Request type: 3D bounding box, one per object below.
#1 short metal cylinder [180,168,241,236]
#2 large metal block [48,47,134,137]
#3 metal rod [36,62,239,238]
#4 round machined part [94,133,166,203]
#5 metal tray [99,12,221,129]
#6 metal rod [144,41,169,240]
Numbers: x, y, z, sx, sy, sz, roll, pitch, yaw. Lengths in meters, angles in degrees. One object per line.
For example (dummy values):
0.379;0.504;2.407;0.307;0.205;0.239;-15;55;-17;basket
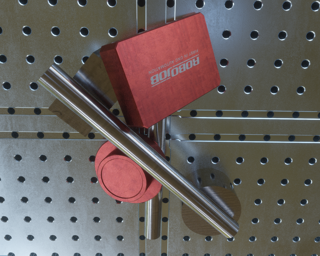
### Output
0.069;0.104;0.440;0.081;0.050;0.079;0;110;-1;short metal cylinder
-0.076;-0.047;0.367;0.050;0.080;0.080;40;105;-14;large metal block
-0.007;0.040;0.353;0.025;0.025;0.300;-42;113;13;metal rod
-0.042;0.058;0.408;0.098;0.042;0.097;6;111;16;round machined part
0.008;-0.067;0.344;0.131;0.030;0.090;-32;113;-34;metal tray
-0.005;0.023;0.421;0.025;0.025;0.298;2;110;-1;metal rod
